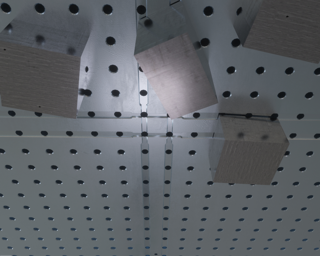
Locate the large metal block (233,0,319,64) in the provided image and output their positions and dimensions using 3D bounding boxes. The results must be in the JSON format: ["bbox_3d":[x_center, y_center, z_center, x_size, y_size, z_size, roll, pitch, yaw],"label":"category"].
[{"bbox_3d":[0.128,-0.116,0.297,0.080,0.050,0.079,10,130,-9],"label":"large metal block"}]

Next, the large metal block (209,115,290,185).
[{"bbox_3d":[0.116,0.031,0.422,0.080,0.050,0.080,3,130,-3],"label":"large metal block"}]

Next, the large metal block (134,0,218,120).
[{"bbox_3d":[0.017,-0.070,0.316,0.050,0.080,0.080,-20,127,16],"label":"large metal block"}]

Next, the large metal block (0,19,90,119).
[{"bbox_3d":[-0.126,-0.063,0.341,0.080,0.050,0.079,10,130,-9],"label":"large metal block"}]
